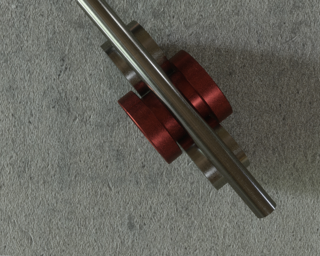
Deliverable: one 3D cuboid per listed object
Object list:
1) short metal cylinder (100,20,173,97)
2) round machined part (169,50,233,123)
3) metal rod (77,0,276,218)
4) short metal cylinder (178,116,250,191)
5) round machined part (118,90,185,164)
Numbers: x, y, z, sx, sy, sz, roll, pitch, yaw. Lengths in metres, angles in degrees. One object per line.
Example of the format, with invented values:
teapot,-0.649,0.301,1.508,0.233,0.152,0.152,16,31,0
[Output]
short metal cylinder,-0.028,-0.084,0.383,0.050,0.080,0.080,-39,91,0
round machined part,0.040,-0.043,0.375,0.042,0.098,0.098,-39,90,5
metal rod,0.018,-0.026,0.332,0.025,0.025,0.300,-40,91,0
short metal cylinder,0.065,0.030,0.384,0.050,0.080,0.080,-39,91,0
round machined part,-0.004,-0.007,0.373,0.042,0.098,0.098,-39,91,-4
